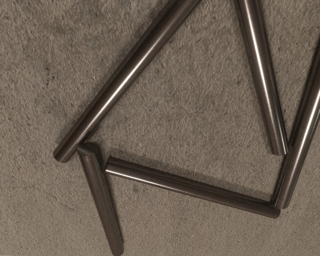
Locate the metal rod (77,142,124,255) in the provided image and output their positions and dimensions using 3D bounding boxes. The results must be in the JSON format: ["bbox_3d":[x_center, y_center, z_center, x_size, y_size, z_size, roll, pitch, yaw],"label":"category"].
[{"bbox_3d":[-0.090,0.135,0.509,0.025,0.025,0.298,-2,134,1],"label":"metal rod"}]

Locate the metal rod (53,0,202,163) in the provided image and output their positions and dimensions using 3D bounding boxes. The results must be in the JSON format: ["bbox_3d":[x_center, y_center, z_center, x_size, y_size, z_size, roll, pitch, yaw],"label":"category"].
[{"bbox_3d":[-0.048,-0.052,0.362,0.025,0.025,0.299,30,124,-24],"label":"metal rod"}]

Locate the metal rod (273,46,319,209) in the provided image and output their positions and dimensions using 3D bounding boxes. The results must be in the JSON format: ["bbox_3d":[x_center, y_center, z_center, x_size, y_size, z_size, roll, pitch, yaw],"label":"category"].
[{"bbox_3d":[0.194,0.011,0.419,0.025,0.025,0.298,-3,130,2],"label":"metal rod"}]

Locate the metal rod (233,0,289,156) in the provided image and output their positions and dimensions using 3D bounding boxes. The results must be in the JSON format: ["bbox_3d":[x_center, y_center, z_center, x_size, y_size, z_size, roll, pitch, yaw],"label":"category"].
[{"bbox_3d":[0.111,-0.075,0.344,0.025,0.025,0.299,-18,128,14],"label":"metal rod"}]

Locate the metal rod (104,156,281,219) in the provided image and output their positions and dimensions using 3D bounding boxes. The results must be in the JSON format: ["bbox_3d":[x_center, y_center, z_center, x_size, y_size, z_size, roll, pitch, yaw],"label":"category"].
[{"bbox_3d":[0.061,0.098,0.492,0.302,0.025,0.025,18,128,-16],"label":"metal rod"}]
